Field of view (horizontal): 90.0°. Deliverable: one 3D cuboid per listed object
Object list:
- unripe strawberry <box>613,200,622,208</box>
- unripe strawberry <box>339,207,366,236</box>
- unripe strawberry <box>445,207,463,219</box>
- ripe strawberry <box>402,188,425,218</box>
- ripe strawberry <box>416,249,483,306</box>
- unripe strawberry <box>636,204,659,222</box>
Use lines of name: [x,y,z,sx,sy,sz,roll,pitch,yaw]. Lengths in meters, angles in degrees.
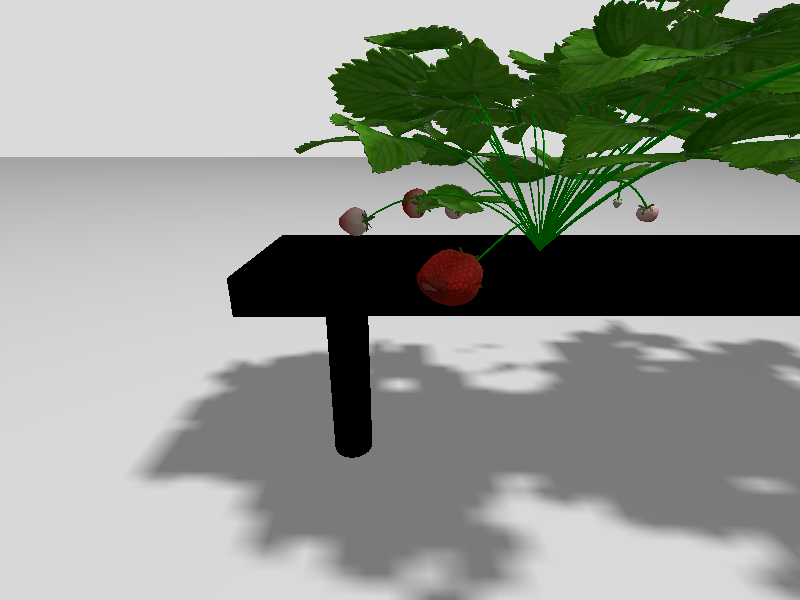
unripe strawberry: [0.292,-0.129,0.537,0.010,0.011,0.011,17,27,37]
unripe strawberry: [-0.049,-0.080,0.412,0.030,0.029,0.028,1,20,21]
unripe strawberry: [0.067,-0.115,0.506,0.024,0.026,0.027,-7,8,-18]
ripe strawberry: [0.018,-0.123,0.507,0.032,0.037,0.035,-13,24,-30]
ripe strawberry: [0.027,-0.011,0.225,0.037,0.033,0.034,15,26,33]
unripe strawberry: [0.297,-0.103,0.480,0.023,0.020,0.023,25,-10,47]
